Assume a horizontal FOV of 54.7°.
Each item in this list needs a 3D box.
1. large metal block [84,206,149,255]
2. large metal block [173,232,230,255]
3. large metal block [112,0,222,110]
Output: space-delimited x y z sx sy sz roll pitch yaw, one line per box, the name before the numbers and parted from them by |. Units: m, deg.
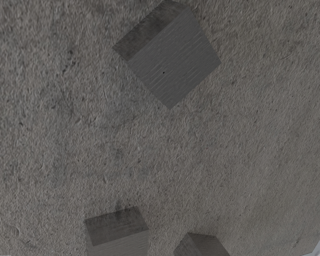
large metal block | -0.065 0.172 0.462 0.081 0.050 0.079 -9 123 -24
large metal block | 0.085 0.243 0.568 0.080 0.080 0.050 21 107 -36
large metal block | 0.009 -0.081 0.345 0.080 0.050 0.080 -43 130 1
